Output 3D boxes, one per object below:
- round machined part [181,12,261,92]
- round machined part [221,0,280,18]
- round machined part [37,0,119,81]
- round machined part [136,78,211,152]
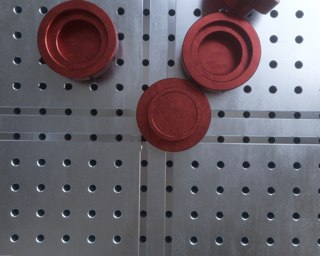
[{"bbox_3d":[0.077,-0.095,0.405,0.099,0.042,0.097,0,91,0],"label":"round machined part"},{"bbox_3d":[0.100,-0.178,0.387,0.098,0.098,0.042,50,126,0],"label":"round machined part"},{"bbox_3d":[-0.103,-0.110,0.404,0.099,0.042,0.097,0,90,0],"label":"round machined part"},{"bbox_3d":[0.018,-0.017,0.405,0.099,0.042,0.097,0,90,0],"label":"round machined part"}]
